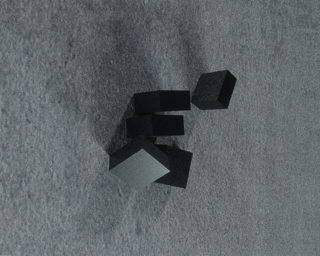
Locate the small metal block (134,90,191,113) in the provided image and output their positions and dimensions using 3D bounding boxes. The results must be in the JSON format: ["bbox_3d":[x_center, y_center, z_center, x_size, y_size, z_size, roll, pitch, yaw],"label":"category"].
[{"bbox_3d":[0.003,-0.033,0.393,0.050,0.050,0.025,-5,94,-40],"label":"small metal block"}]

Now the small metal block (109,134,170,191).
[{"bbox_3d":[-0.024,0.042,0.368,0.050,0.050,0.025,43,22,-32],"label":"small metal block"}]

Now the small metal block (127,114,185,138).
[{"bbox_3d":[-0.006,-0.001,0.384,0.050,0.050,0.025,-1,86,-40],"label":"small metal block"}]

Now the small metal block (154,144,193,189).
[{"bbox_3d":[0.014,0.052,0.419,0.050,0.025,0.050,20,77,-39],"label":"small metal block"}]

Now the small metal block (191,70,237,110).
[{"bbox_3d":[0.079,-0.055,0.457,0.025,0.050,0.050,33,69,-36],"label":"small metal block"}]
